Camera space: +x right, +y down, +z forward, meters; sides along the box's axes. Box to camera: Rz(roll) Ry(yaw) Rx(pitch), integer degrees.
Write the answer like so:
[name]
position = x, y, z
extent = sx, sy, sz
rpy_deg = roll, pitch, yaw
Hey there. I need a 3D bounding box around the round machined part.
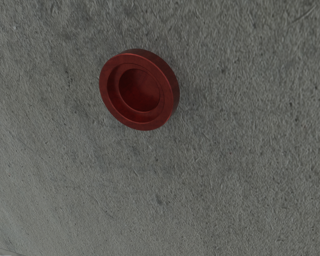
[round machined part]
position = -0.021, -0.049, 0.377
extent = 0.098, 0.042, 0.097
rpy_deg = 13, 124, 21
